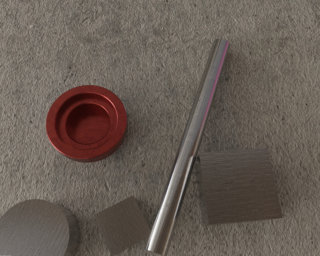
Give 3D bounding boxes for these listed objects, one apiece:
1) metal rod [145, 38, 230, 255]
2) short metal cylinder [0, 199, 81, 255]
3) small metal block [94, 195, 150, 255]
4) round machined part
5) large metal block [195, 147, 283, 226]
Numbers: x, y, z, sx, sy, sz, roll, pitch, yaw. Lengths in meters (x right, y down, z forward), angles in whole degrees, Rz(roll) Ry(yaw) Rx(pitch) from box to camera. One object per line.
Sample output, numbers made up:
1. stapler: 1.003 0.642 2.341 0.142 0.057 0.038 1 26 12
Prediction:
1. metal rod: 0.043 0.006 0.394 0.025 0.025 0.300 18 66 6
2. short metal cylinder: -0.136 0.123 0.348 0.081 0.050 0.080 0 70 0
3. small metal block: -0.043 0.115 0.366 0.050 0.025 0.050 -26 72 -9
4. round machined part: -0.090 -0.002 0.399 0.099 0.042 0.098 0 70 -1
5. large metal block: 0.089 0.072 0.370 0.081 0.050 0.080 -5 70 -2
